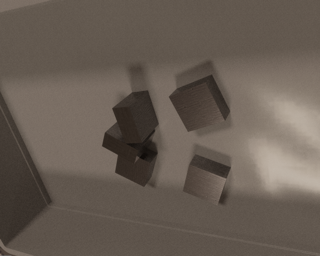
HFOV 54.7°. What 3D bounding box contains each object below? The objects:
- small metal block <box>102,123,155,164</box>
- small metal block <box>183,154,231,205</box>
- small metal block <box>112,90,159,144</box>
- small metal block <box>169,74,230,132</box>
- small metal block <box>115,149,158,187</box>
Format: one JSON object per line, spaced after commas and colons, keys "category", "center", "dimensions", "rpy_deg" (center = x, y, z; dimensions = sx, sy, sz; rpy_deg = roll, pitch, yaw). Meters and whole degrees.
{"category": "small metal block", "center": [-0.042, 0.014, 0.422], "dimensions": [0.050, 0.050, 0.025], "rpy_deg": [28, 128, 10]}
{"category": "small metal block", "center": [0.063, 0.070, 0.418], "dimensions": [0.050, 0.025, 0.050], "rpy_deg": [20, 126, 16]}
{"category": "small metal block", "center": [-0.030, -0.015, 0.398], "dimensions": [0.025, 0.050, 0.050], "rpy_deg": [-4, 116, 29]}
{"category": "small metal block", "center": [0.047, -0.028, 0.366], "dimensions": [0.050, 0.025, 0.050], "rpy_deg": [-19, 109, 35]}
{"category": "small metal block", "center": [-0.035, 0.052, 0.458], "dimensions": [0.050, 0.025, 0.050], "rpy_deg": [24, 127, 13]}
